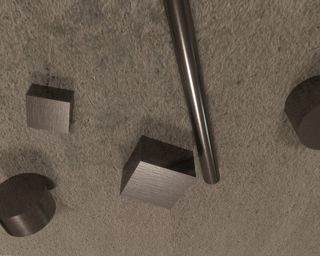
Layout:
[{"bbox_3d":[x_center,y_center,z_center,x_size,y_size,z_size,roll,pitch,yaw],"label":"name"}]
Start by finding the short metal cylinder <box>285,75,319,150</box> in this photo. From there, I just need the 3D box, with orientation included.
[{"bbox_3d":[0.202,-0.018,0.378,0.081,0.050,0.079,0,130,0],"label":"short metal cylinder"}]

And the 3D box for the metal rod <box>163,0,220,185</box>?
[{"bbox_3d":[0.044,-0.034,0.379,0.025,0.025,0.299,-11,130,8],"label":"metal rod"}]

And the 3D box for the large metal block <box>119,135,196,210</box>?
[{"bbox_3d":[-0.005,0.066,0.447,0.081,0.050,0.079,19,128,-16],"label":"large metal block"}]

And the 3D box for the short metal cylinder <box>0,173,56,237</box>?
[{"bbox_3d":[-0.205,0.115,0.466,0.080,0.080,0.050,-5,130,3],"label":"short metal cylinder"}]

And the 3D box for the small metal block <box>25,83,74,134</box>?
[{"bbox_3d":[-0.136,-0.023,0.385,0.050,0.025,0.050,10,130,-9],"label":"small metal block"}]
